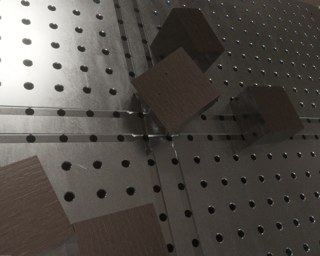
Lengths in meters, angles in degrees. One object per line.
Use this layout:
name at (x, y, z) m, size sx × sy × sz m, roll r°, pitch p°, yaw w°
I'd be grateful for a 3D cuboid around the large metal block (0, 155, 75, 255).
large metal block at (-0.134, 0.081, 0.271) m, size 0.081 × 0.050 × 0.080 m, roll -21°, pitch 73°, yaw -36°

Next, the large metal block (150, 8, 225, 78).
large metal block at (0.039, -0.122, 0.469) m, size 0.050 × 0.080 × 0.080 m, roll -14°, pitch 69°, yaw -35°

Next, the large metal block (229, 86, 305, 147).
large metal block at (0.171, -0.020, 0.499) m, size 0.081 × 0.050 × 0.080 m, roll -4°, pitch 64°, yaw -31°

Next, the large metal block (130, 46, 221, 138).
large metal block at (0.019, -0.045, 0.409) m, size 0.080 × 0.050 × 0.080 m, roll -36°, pitch 82°, yaw -7°

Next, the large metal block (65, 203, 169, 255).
large metal block at (-0.039, 0.126, 0.295) m, size 0.081 × 0.050 × 0.080 m, roll -6°, pitch 65°, yaw -31°
